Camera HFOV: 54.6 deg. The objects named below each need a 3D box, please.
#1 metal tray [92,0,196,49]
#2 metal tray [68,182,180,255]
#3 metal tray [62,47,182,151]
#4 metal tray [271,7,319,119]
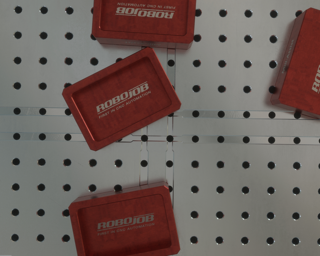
[{"bbox_3d":[-0.019,-0.157,0.410,0.131,0.030,0.090,4,90,0],"label":"metal tray"},{"bbox_3d":[-0.045,0.128,0.410,0.131,0.030,0.090,-11,90,0],"label":"metal tray"},{"bbox_3d":[-0.049,-0.037,0.410,0.130,0.030,0.090,-27,90,0],"label":"metal tray"},{"bbox_3d":[0.213,-0.082,0.412,0.090,0.030,0.129,17,90,0],"label":"metal tray"}]
